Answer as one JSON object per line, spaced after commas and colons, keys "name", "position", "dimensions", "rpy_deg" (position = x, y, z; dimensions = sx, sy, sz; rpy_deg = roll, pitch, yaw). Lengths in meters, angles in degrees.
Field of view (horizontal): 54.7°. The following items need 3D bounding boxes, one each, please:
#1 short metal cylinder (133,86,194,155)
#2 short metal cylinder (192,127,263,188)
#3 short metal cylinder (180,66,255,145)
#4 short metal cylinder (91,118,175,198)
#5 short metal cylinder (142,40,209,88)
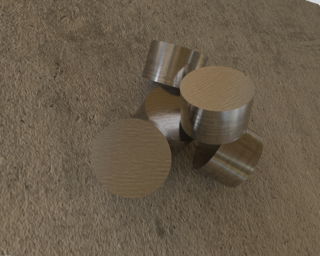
{"name": "short metal cylinder", "position": [0.009, -0.007, 0.398], "dimensions": [0.081, 0.050, 0.080], "rpy_deg": [14, 55, -21]}
{"name": "short metal cylinder", "position": [0.085, 0.029, 0.397], "dimensions": [0.050, 0.080, 0.080], "rpy_deg": [31, 52, -9]}
{"name": "short metal cylinder", "position": [0.063, -0.027, 0.354], "dimensions": [0.080, 0.050, 0.080], "rpy_deg": [-2, 45, 2]}
{"name": "short metal cylinder", "position": [-0.026, 0.029, 0.331], "dimensions": [0.080, 0.050, 0.079], "rpy_deg": [0, 92, 6]}
{"name": "short metal cylinder", "position": [0.020, -0.083, 0.423], "dimensions": [0.081, 0.080, 0.050], "rpy_deg": [13, 100, -21]}
